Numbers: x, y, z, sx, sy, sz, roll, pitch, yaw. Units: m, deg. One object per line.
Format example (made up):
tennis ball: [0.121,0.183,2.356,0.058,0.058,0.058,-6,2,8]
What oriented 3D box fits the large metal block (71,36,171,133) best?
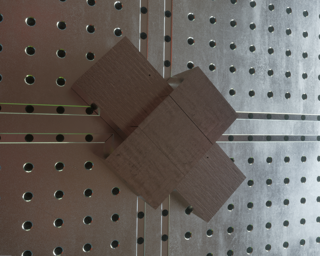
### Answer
large metal block: [-0.048,-0.050,0.379,0.080,0.050,0.080,-47,105,-13]

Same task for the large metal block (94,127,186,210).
large metal block: [-0.028,0.044,0.374,0.050,0.080,0.080,-46,105,-14]

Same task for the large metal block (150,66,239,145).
large metal block: [0.040,-0.026,0.400,0.050,0.080,0.080,-46,105,-14]

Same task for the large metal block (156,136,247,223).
large metal block: [0.054,0.065,0.421,0.080,0.050,0.080,-45,105,-14]

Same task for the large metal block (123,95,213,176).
large metal block: [0.005,0.009,0.387,0.050,0.080,0.080,-46,105,-14]
